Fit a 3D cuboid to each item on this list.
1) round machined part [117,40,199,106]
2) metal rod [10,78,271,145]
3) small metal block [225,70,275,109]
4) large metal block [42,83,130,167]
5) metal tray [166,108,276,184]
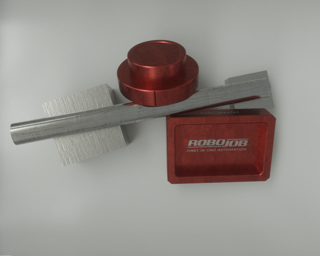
[{"bbox_3d":[-0.003,-0.072,0.371,0.099,0.098,0.042,-4,131,-1],"label":"round machined part"},{"bbox_3d":[-0.015,-0.022,0.365,0.302,0.025,0.025,-11,90,-8],"label":"metal rod"},{"bbox_3d":[0.118,-0.045,0.411,0.050,0.025,0.050,-11,90,-1],"label":"small metal block"},{"bbox_3d":[-0.091,-0.004,0.395,0.080,0.050,0.080,-18,90,-1],"label":"large metal block"},{"bbox_3d":[0.074,0.023,0.394,0.131,0.030,0.089,-2,110,-1],"label":"metal tray"}]
